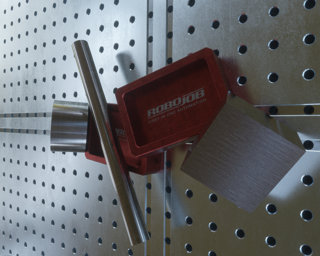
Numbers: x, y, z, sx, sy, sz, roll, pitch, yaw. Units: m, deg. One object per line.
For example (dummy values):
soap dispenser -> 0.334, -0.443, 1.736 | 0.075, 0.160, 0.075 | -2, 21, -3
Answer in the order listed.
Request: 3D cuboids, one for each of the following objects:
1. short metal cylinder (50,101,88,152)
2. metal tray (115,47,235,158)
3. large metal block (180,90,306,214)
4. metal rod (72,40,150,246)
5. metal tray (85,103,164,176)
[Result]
short metal cylinder -> -0.142, -0.002, 0.487 | 0.080, 0.050, 0.080 | -176, 89, -75
metal tray -> 0.017, -0.026, 0.367 | 0.130, 0.030, 0.090 | -22, 76, 20
large metal block -> 0.078, 0.022, 0.305 | 0.080, 0.050, 0.080 | 32, 114, 2
metal rod -> -0.073, 0.009, 0.430 | 0.025, 0.025, 0.299 | -31, 71, 35
metal tray -> -0.055, 0.011, 0.451 | 0.130, 0.030, 0.089 | 9, 96, 39
